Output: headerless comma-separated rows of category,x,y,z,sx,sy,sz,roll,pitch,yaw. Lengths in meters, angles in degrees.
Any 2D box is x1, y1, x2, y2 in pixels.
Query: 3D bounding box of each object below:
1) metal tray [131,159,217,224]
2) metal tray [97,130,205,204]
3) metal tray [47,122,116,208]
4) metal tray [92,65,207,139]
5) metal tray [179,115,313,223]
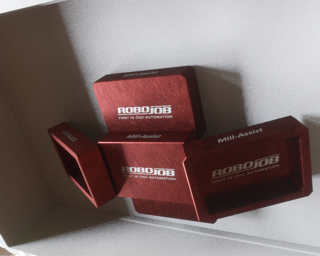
metal tray,0.016,0.087,0.447,0.130,0.030,0.089,-1,118,28
metal tray,-0.010,0.050,0.400,0.130,0.030,0.089,-1,118,28
metal tray,-0.118,0.050,0.457,0.130,0.030,0.089,24,135,51
metal tray,-0.014,-0.026,0.393,0.130,0.030,0.089,-1,118,28
metal tray,0.095,0.047,0.342,0.131,0.030,0.089,-15,115,2
